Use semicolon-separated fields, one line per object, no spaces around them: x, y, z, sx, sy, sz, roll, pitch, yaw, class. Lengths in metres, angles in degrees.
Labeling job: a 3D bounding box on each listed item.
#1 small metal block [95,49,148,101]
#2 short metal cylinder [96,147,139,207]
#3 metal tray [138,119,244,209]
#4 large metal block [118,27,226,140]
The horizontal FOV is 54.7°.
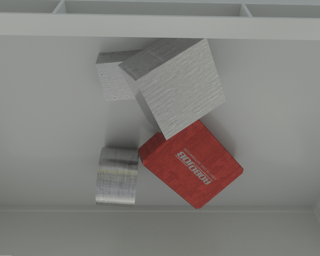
-0.042;-0.060;0.357;0.050;0.025;0.050;-4;130;3;small metal block
-0.058;0.068;0.430;0.050;0.080;0.079;5;130;-4;short metal cylinder
0.045;0.046;0.427;0.090;0.030;0.130;-42;121;6;metal tray
0.015;-0.048;0.332;0.080;0.050;0.080;-33;128;-9;large metal block
